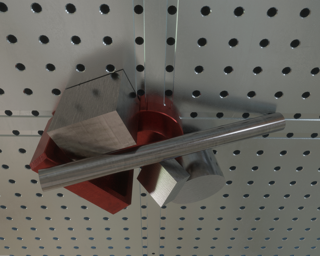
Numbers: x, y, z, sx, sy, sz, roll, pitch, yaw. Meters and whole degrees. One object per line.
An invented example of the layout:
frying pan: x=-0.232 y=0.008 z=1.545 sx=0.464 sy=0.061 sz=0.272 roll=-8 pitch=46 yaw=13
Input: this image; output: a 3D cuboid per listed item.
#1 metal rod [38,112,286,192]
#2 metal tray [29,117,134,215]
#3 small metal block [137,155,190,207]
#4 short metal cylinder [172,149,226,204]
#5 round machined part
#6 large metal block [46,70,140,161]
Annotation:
metal rod: x=0.016 y=0.024 z=0.370 sx=0.302 sy=0.025 sz=0.025 roll=-13 pitch=132 yaw=-15
metal tray: x=-0.092 y=0.044 z=0.404 sx=0.030 sy=0.090 sz=0.130 roll=-36 pitch=122 yaw=26
small metal block: x=0.003 y=0.062 z=0.391 sx=0.025 sy=0.050 sz=0.050 roll=-18 pitch=144 yaw=-45
short metal cylinder: x=0.045 y=0.066 z=0.436 sx=0.081 sy=0.050 sz=0.080 roll=-12 pitch=144 yaw=-9
round machined part: x=-0.017 y=0.015 z=0.417 sx=0.099 sy=0.042 sz=0.097 roll=-1 pitch=130 yaw=0
large metal block: x=-0.072 y=-0.015 z=0.360 sx=0.080 sy=0.080 sz=0.050 roll=-16 pitch=128 yaw=13
